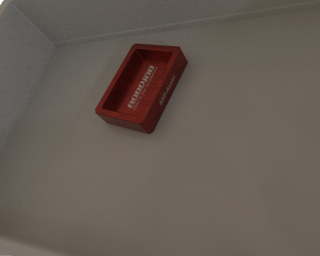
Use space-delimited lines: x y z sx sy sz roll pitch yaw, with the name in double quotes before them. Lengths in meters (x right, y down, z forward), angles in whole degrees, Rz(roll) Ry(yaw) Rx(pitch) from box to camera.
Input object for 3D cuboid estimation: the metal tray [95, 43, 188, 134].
"metal tray" -0.026 -0.062 0.452 0.090 0.030 0.130 14 69 33
